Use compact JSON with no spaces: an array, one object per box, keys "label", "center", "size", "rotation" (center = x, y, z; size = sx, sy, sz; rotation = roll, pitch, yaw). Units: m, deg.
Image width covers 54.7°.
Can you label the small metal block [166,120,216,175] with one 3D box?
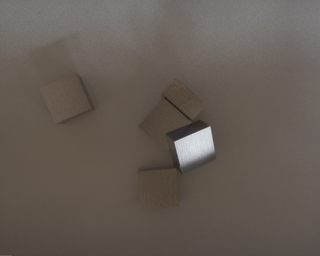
[{"label":"small metal block","center":[0.040,0.024,0.396],"size":[0.050,0.025,0.050],"rotation":[-23,118,-15]}]

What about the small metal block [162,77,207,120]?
[{"label":"small metal block","center":[0.030,-0.036,0.399],"size":[0.050,0.050,0.025],"rotation":[41,90,0]}]

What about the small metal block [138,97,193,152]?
[{"label":"small metal block","center":[0.007,-0.004,0.411],"size":[0.050,0.025,0.050],"rotation":[42,90,0]}]

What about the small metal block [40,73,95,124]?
[{"label":"small metal block","center":[-0.121,-0.038,0.410],"size":[0.050,0.025,0.050],"rotation":[-24,90,0]}]

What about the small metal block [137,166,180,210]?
[{"label":"small metal block","center":[-0.002,0.079,0.411],"size":[0.050,0.025,0.050],"rotation":[-5,90,0]}]
